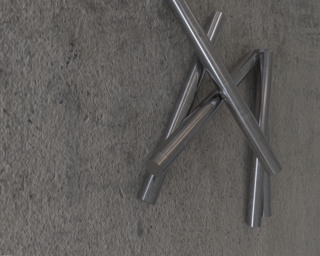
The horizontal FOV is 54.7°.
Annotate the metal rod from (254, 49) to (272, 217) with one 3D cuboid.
[{"bbox_3d":[0.186,0.009,0.559,0.025,0.025,0.298,-3,92,-40],"label":"metal rod"}]

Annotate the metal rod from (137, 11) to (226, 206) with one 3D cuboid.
[{"bbox_3d":[0.036,-0.039,0.434,0.025,0.025,0.300,35,69,-35],"label":"metal rod"}]

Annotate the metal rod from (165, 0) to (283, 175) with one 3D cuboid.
[{"bbox_3d":[0.087,-0.066,0.428,0.025,0.025,0.299,-36,97,-34],"label":"metal rod"}]

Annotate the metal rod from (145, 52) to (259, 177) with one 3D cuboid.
[{"bbox_3d":[0.076,-0.038,0.444,0.302,0.025,0.025,-45,118,-39],"label":"metal rod"}]

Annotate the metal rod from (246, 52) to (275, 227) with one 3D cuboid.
[{"bbox_3d":[0.173,0.021,0.535,0.025,0.025,0.298,2,93,-40],"label":"metal rod"}]
